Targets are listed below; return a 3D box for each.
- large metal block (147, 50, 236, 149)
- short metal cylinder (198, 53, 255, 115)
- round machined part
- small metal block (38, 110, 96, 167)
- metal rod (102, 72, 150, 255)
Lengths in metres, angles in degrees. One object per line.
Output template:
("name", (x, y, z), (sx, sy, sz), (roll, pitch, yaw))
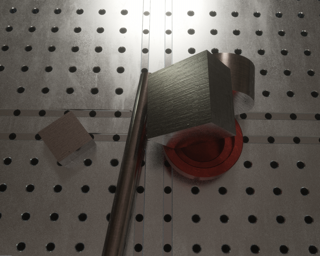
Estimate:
("large metal block", (0.033, -0.027, 0.343), (0.080, 0.050, 0.080), (-16, 64, 37))
("short metal cylinder", (0.082, -0.054, 0.403), (0.080, 0.080, 0.050), (6, 70, 2))
("round machined part", (0.052, 0.019, 0.396), (0.099, 0.042, 0.098), (0, 70, 0))
("small metal block", (-0.121, 0.014, 0.405), (0.050, 0.025, 0.050), (-37, 74, -13))
("metal rod", (-0.040, 0.066, 0.387), (0.025, 0.025, 0.299), (9, 70, 3))
